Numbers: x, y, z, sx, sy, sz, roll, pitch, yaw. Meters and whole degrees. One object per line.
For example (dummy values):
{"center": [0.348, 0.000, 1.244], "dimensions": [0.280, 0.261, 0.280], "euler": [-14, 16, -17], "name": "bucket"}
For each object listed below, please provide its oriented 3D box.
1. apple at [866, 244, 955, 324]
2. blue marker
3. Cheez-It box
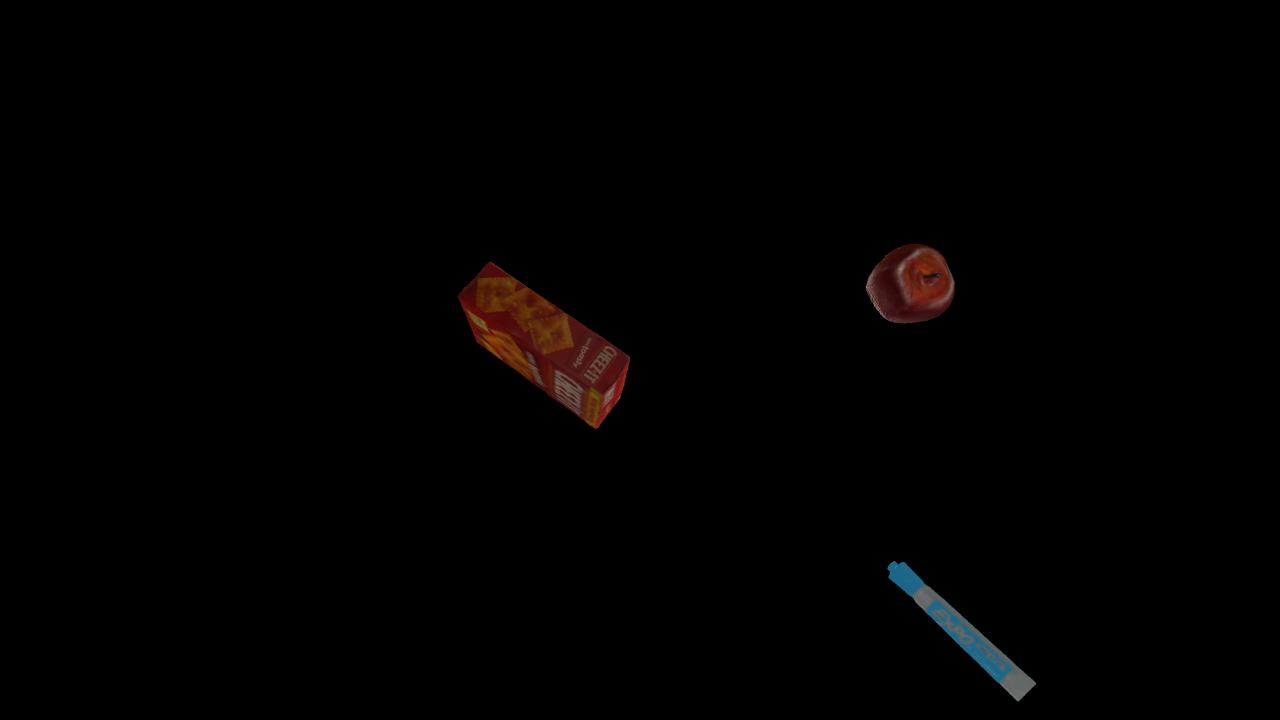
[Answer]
{"center": [0.268, -0.073, 0.611], "dimensions": [0.079, 0.079, 0.093], "euler": [0, -4, -4], "name": "apple"}
{"center": [0.243, 0.204, 0.476], "dimensions": [0.020, 0.020, 0.121], "euler": [0, 33, -40], "name": "blue marker"}
{"center": [-0.125, -0.013, 0.821], "dimensions": [0.223, 0.071, 0.166], "euler": [35, -19, 6], "name": "Cheez-It box"}
